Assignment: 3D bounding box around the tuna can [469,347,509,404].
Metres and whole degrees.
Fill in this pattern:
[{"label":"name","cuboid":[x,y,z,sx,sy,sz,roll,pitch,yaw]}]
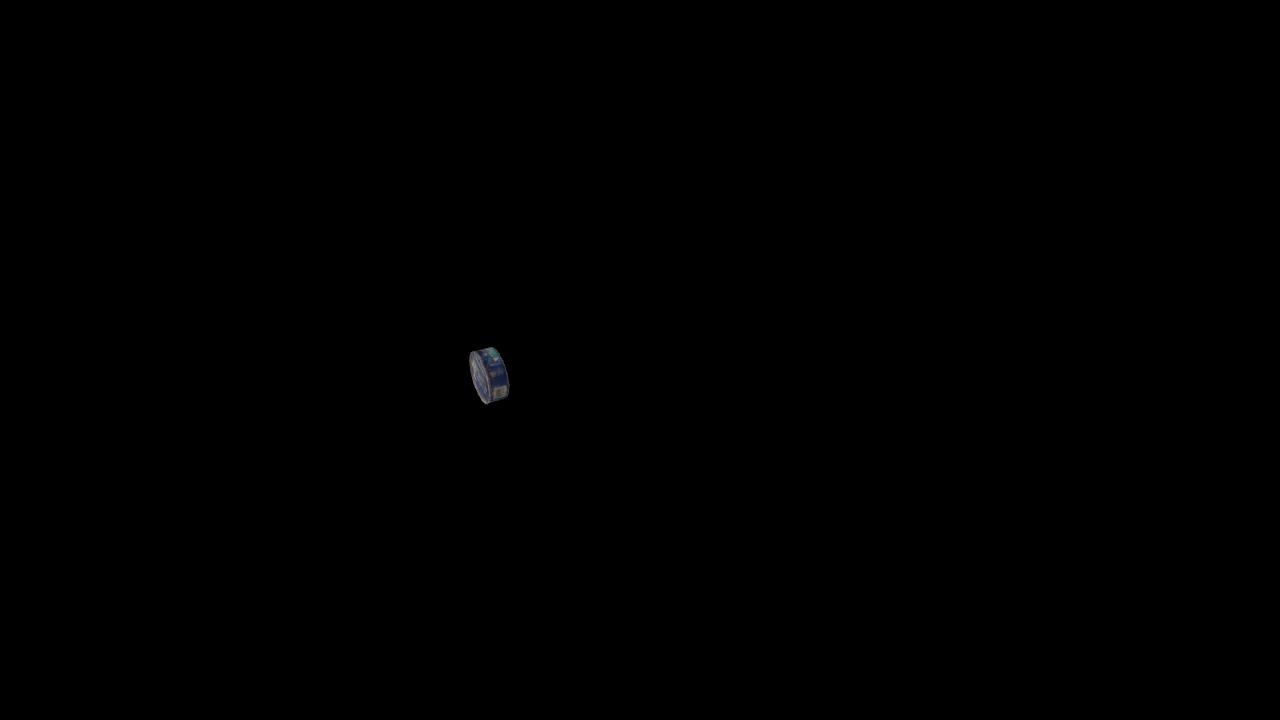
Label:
[{"label":"tuna can","cuboid":[-0.231,0.023,0.944,0.034,0.084,0.084,-16,8,-29]}]
